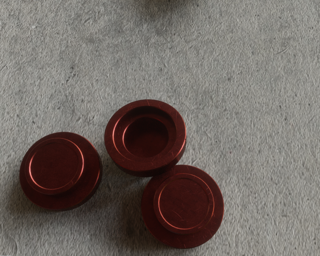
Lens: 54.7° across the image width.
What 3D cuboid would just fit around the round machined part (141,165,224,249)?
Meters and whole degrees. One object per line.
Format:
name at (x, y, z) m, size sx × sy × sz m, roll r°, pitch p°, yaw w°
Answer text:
round machined part at (0.027, 0.091, 0.366) m, size 0.099 × 0.042 × 0.098 m, roll 0°, pitch 70°, yaw 0°

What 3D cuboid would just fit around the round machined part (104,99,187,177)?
round machined part at (-0.016, 0.016, 0.387) m, size 0.099 × 0.042 × 0.098 m, roll -2°, pitch 61°, yaw 4°

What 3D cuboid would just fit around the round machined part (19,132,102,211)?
round machined part at (-0.123, 0.050, 0.380) m, size 0.099 × 0.042 × 0.098 m, roll 0°, pitch 70°, yaw 0°
